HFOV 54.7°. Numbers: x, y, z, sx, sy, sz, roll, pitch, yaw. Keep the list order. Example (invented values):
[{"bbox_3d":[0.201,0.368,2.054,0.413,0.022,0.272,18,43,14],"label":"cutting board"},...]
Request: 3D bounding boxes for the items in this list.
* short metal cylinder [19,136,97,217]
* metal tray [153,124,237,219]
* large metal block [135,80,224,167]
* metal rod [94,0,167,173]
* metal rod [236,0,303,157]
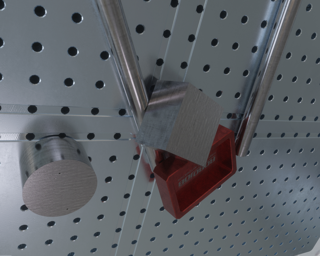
[{"bbox_3d":[-0.120,0.057,0.364,0.081,0.050,0.079,-14,124,-21],"label":"short metal cylinder"},{"bbox_3d":[0.057,0.063,0.459,0.131,0.030,0.090,-33,130,-24],"label":"metal tray"},{"bbox_3d":[0.026,-0.005,0.382,0.080,0.050,0.080,27,80,-45],"label":"large metal block"},{"bbox_3d":[-0.033,-0.058,0.357,0.025,0.025,0.298,-25,128,-13],"label":"metal rod"},{"bbox_3d":[0.156,-0.090,0.440,0.025,0.025,0.298,-3,120,-27],"label":"metal rod"}]
